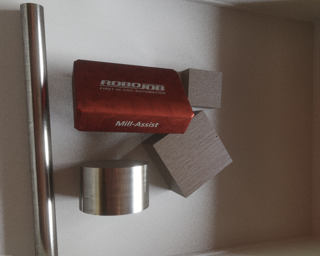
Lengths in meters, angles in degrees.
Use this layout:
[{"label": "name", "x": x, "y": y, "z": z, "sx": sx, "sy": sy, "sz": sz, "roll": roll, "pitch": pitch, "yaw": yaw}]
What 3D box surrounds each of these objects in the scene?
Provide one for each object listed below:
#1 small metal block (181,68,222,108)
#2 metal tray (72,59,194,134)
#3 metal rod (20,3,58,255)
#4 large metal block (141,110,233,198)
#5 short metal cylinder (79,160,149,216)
[{"label": "small metal block", "x": 0.057, "y": -0.054, "z": 0.433, "sx": 0.050, "sy": 0.025, "sz": 0.050, "roll": 3, "pitch": 89, "yaw": -20}, {"label": "metal tray", "x": -0.034, "y": -0.037, "z": 0.367, "sx": 0.131, "sy": 0.030, "sz": 0.090, "roll": 2, "pitch": 46, "yaw": -21}, {"label": "metal rod", "x": -0.140, "y": 0.010, "z": 0.359, "sx": 0.025, "sy": 0.025, "sz": 0.298, "roll": -3, "pitch": 91, "yaw": -20}, {"label": "large metal block", "x": 0.035, "y": 0.032, "z": 0.411, "sx": 0.080, "sy": 0.050, "sz": 0.080, "roll": -35, "pitch": 102, "yaw": -17}, {"label": "short metal cylinder", "x": -0.053, "y": 0.066, "z": 0.363, "sx": 0.081, "sy": 0.080, "sz": 0.050, "roll": -1, "pitch": 91, "yaw": -20}]
